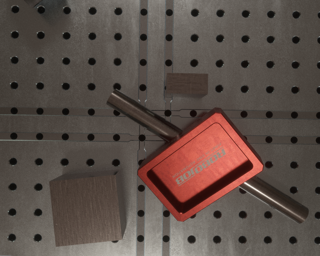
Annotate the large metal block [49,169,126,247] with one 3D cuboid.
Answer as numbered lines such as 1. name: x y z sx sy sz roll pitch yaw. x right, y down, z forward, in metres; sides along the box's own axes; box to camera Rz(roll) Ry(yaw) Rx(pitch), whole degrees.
1. large metal block: -0.090 0.100 0.400 0.081 0.050 0.079 -6 90 -1

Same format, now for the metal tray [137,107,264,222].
1. metal tray: 0.049 0.047 0.389 0.130 0.030 0.090 -38 97 16

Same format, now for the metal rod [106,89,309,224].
1. metal rod: 0.063 0.038 0.414 0.301 0.025 0.025 32 90 -1

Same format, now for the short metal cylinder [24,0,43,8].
1. short metal cylinder: -0.168 -0.198 0.384 0.050 0.080 0.080 -39 91 0

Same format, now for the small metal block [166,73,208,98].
1. small metal block: 0.033 -0.054 0.401 0.050 0.050 0.025 1 90 -1
